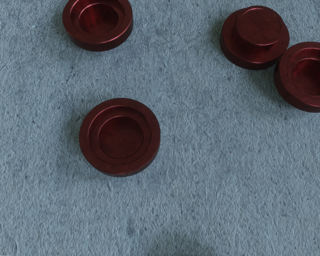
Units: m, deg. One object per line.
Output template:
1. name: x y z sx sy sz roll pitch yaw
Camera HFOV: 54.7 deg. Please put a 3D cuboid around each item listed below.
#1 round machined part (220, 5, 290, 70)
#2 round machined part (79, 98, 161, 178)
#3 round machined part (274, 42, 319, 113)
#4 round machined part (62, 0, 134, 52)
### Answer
1. round machined part: 0.140 -0.137 0.450 0.099 0.042 0.098 0 70 0
2. round machined part: -0.048 0.015 0.393 0.099 0.042 0.098 0 70 0
3. round machined part: 0.205 -0.065 0.424 0.099 0.042 0.098 0 70 0
4. round machined part: -0.088 -0.153 0.454 0.099 0.042 0.098 0 70 0
